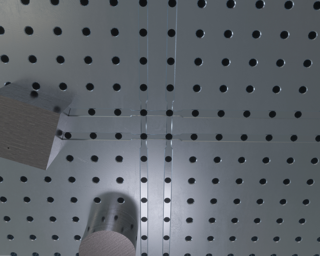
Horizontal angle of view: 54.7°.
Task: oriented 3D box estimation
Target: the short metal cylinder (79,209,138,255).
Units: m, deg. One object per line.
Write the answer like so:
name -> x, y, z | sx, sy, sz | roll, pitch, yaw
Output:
short metal cylinder -> -0.075, 0.169, 0.462 | 0.081, 0.050, 0.079 | 0, 110, 0

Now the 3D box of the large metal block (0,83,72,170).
large metal block -> -0.169, -0.002, 0.398 | 0.080, 0.050, 0.079 | 18, 109, -7
